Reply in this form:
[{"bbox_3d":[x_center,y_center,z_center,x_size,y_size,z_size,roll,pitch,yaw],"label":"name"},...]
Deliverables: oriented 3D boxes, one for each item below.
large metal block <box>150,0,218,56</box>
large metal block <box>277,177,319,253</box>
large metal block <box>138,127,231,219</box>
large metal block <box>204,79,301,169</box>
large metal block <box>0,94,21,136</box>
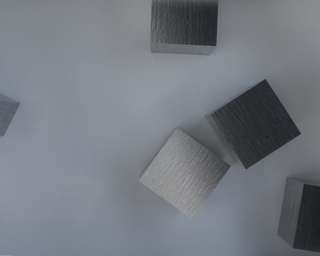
[{"bbox_3d":[0.030,-0.141,0.399,0.081,0.050,0.079,3,90,-1],"label":"large metal block"},{"bbox_3d":[0.208,0.113,0.402,0.080,0.050,0.080,10,90,-1],"label":"large metal block"},{"bbox_3d":[0.030,0.055,0.399,0.080,0.050,0.080,36,90,-1],"label":"large metal block"},{"bbox_3d":[0.116,-0.005,0.401,0.080,0.050,0.080,-33,90,0],"label":"large metal block"},{"bbox_3d":[-0.237,-0.029,0.381,0.080,0.080,0.050,26,90,-1],"label":"large metal block"}]
